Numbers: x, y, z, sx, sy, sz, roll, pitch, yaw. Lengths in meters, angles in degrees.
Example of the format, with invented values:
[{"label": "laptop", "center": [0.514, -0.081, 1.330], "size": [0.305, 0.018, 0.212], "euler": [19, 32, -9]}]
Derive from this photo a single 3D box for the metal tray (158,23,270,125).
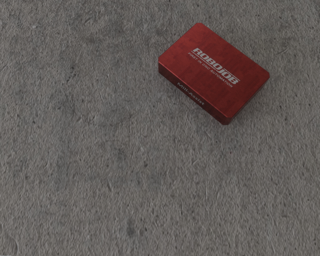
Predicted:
[{"label": "metal tray", "center": [0.073, -0.078, 0.434], "size": [0.130, 0.030, 0.090], "euler": [41, 75, 13]}]
